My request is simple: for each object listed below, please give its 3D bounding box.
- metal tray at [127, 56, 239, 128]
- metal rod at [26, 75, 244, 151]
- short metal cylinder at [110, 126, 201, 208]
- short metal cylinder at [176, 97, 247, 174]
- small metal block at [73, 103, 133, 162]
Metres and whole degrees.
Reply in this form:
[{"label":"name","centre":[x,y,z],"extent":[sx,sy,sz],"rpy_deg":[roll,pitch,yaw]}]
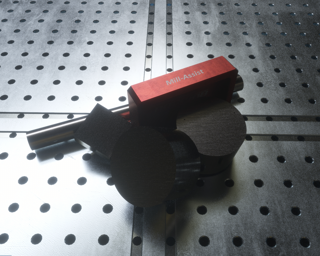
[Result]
[{"label":"metal tray","centre":[0.028,-0.029,0.385],"extent":[0.131,0.089,0.030],"rpy_deg":[-21,53,-17]},{"label":"metal rod","centre":[-0.023,-0.026,0.424],"extent":[0.302,0.025,0.025],"rpy_deg":[-17,52,-14]},{"label":"short metal cylinder","centre":[-0.005,0.039,0.326],"extent":[0.080,0.080,0.050],"rpy_deg":[40,19,28]},{"label":"short metal cylinder","centre":[0.057,0.009,0.373],"extent":[0.081,0.050,0.080],"rpy_deg":[2,58,-4]},{"label":"small metal block","centre":[-0.069,0.006,0.381],"extent":[0.050,0.025,0.050],"rpy_deg":[32,71,1]}]
